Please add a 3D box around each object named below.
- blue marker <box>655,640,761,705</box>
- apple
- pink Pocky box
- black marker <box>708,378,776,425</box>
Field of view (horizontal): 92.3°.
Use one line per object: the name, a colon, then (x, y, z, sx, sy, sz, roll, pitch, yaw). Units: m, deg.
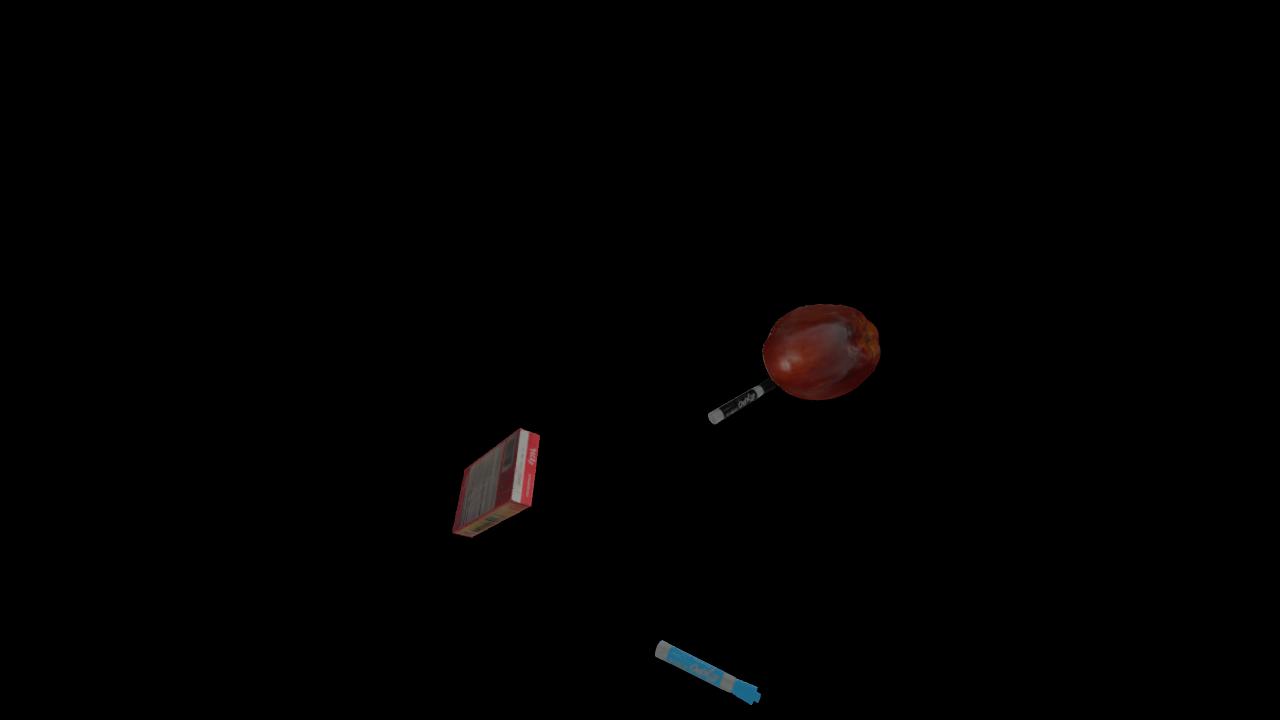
blue marker: (0.073, 0.341, 0.672, 0.121, 0.020, 0.020, 15, 7, 26)
apple: (0.144, -0.005, 0.495, 0.079, 0.079, 0.093, 0, -15, -43)
pink Pocky box: (-0.165, 0.143, 0.701, 0.029, 0.084, 0.155, 23, -38, -29)
black marker: (0.150, 0.057, 0.890, 0.121, 0.020, 0.020, -27, 11, -23)
